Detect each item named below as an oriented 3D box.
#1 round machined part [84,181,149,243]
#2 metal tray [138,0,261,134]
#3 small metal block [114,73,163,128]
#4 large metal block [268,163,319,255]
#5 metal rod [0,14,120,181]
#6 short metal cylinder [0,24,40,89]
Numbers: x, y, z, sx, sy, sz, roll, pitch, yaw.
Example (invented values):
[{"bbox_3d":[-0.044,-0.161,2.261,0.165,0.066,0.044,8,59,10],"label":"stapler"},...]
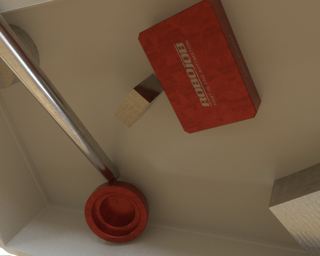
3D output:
[{"bbox_3d":[-0.066,0.129,0.495,0.099,0.042,0.097,1,104,5],"label":"round machined part"},{"bbox_3d":[0.045,-0.063,0.342,0.090,0.030,0.130,-16,111,34],"label":"metal tray"},{"bbox_3d":[-0.024,-0.034,0.383,0.025,0.050,0.050,42,129,-1],"label":"small metal block"},{"bbox_3d":[0.185,0.091,0.351,0.080,0.050,0.080,49,128,-7],"label":"large metal block"},{"bbox_3d":[-0.116,-0.012,0.383,0.025,0.025,0.299,7,146,24],"label":"metal rod"},{"bbox_3d":[-0.223,-0.103,0.444,0.080,0.050,0.079,13,124,20],"label":"short metal cylinder"}]
